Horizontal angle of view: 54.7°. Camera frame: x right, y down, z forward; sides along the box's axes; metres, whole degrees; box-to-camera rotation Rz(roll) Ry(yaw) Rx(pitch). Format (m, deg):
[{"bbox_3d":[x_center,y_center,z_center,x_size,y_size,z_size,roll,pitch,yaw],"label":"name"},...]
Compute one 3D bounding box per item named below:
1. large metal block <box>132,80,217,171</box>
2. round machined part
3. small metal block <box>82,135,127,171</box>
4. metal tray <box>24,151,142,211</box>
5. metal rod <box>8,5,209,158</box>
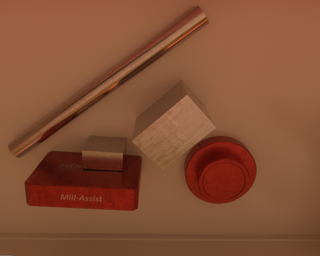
[{"bbox_3d":[0.015,-0.007,0.380,0.080,0.080,0.050,-40,106,13],"label":"large metal block"},{"bbox_3d":[0.084,0.064,0.427,0.099,0.042,0.097,0,110,-1],"label":"round machined part"},{"bbox_3d":[-0.072,0.032,0.409,0.050,0.050,0.025,4,110,-2],"label":"small metal block"},{"bbox_3d":[-0.091,0.065,0.399,0.131,0.090,0.030,3,110,-2],"label":"metal tray"},{"bbox_3d":[-0.072,-0.052,0.391,0.300,0.025,0.025,-34,107,11],"label":"metal rod"}]
